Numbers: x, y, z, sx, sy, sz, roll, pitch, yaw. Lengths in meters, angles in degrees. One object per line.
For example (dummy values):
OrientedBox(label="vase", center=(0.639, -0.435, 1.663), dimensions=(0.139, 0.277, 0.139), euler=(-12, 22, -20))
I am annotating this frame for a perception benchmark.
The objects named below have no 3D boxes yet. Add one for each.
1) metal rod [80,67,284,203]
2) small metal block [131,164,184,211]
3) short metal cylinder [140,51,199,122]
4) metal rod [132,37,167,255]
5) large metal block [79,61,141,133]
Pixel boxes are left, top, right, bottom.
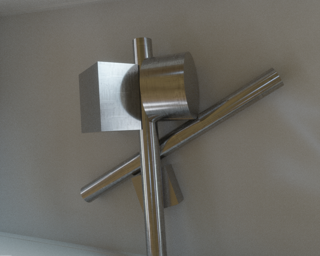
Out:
OrientedBox(label="metal rod", center=(0.016, 0.018, 0.402), dimensions=(0.300, 0.025, 0.025), euler=(-33, 80, 16))
OrientedBox(label="small metal block", center=(-0.003, 0.081, 0.409), dimensions=(0.050, 0.025, 0.050), euler=(-22, 83, 18))
OrientedBox(label="short metal cylinder", center=(0.014, -0.048, 0.373), dimensions=(0.050, 0.080, 0.080), euler=(-5, 89, 18))
OrientedBox(label="metal rod", center=(-0.012, 0.038, 0.385), dimensions=(0.025, 0.025, 0.298), euler=(-5, 87, 19))
OrientedBox(label="large metal block", center=(-0.067, -0.035, 0.397), dimensions=(0.080, 0.050, 0.079), euler=(-5, 88, 60))
